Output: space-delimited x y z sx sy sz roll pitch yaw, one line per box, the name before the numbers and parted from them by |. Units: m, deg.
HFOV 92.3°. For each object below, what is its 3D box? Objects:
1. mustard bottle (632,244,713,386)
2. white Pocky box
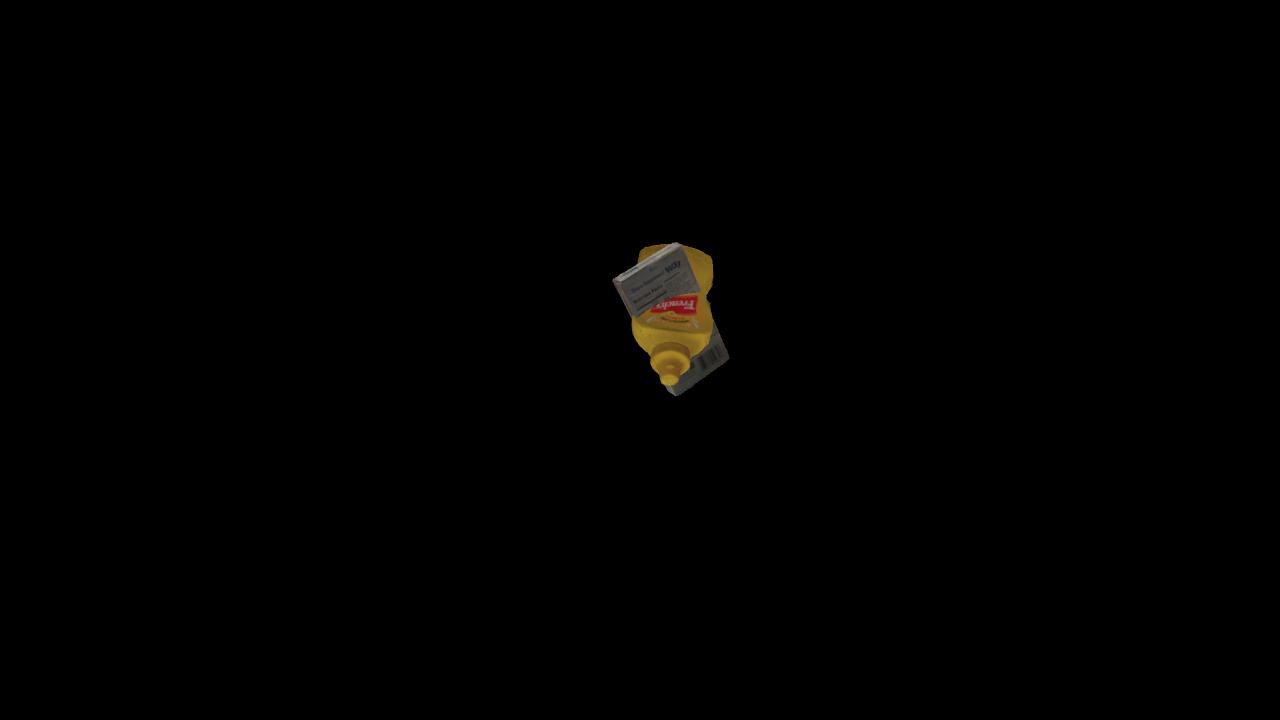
mustard bottle | 0.036 -0.048 0.678 0.092 0.184 0.054 11 -39 -7
white Pocky box | 0.038 -0.043 0.686 0.084 0.154 0.028 -34 27 -13
